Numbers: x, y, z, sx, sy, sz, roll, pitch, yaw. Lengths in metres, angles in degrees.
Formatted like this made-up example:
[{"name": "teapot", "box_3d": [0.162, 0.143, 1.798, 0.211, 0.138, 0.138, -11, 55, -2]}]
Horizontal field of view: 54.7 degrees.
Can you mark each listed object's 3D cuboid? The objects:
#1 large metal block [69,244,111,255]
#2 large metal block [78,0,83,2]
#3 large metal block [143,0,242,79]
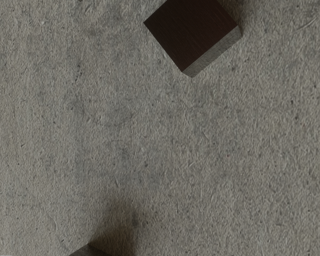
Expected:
[{"name": "large metal block", "box_3d": [-0.091, 0.222, 0.428, 0.080, 0.050, 0.080, 17, 96, 19]}, {"name": "large metal block", "box_3d": [-0.120, -0.233, 0.422, 0.080, 0.080, 0.050, -43, 77, 15]}, {"name": "large metal block", "box_3d": [0.041, -0.121, 0.381, 0.080, 0.050, 0.080, -39, 78, 16]}]
